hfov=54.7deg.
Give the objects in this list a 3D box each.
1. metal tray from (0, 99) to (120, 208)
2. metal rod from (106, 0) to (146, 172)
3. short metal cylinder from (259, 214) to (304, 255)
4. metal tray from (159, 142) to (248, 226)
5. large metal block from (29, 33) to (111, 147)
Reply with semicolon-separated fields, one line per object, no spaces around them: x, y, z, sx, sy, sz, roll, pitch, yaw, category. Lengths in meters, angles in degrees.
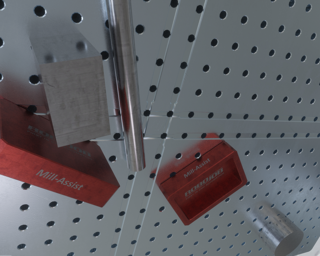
-0.112;0.027;0.325;0.130;0.090;0.030;32;100;-38;metal tray
-0.039;-0.073;0.344;0.025;0.025;0.298;-16;125;-19;metal rod
0.271;0.242;0.694;0.081;0.050;0.079;-14;124;-21;short metal cylinder
0.074;0.092;0.505;0.130;0.030;0.090;-34;129;-6;metal tray
-0.088;-0.041;0.303;0.050;0.080;0.079;-14;125;-21;large metal block
